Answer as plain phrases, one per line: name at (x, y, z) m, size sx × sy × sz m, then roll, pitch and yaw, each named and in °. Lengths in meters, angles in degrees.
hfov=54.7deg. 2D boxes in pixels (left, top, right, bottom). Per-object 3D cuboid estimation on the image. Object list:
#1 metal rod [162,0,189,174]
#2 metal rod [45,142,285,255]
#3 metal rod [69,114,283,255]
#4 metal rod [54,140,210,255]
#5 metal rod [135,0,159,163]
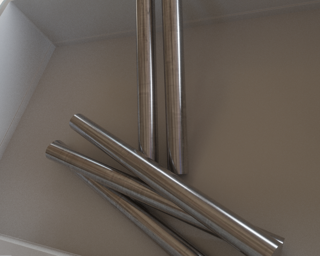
metal rod at (0.016, -0.096, 0.373) m, size 0.025 × 0.025 × 0.298 m, roll -4°, pitch 86°, yaw 26°
metal rod at (-0.018, 0.071, 0.350) m, size 0.300 × 0.025 × 0.025 m, roll 18°, pitch 71°, yaw 28°
metal rod at (-0.012, 0.047, 0.339) m, size 0.300 × 0.025 × 0.025 m, roll 28°, pitch 77°, yaw 39°
metal rod at (-0.050, 0.086, 0.377) m, size 0.300 × 0.025 × 0.025 m, roll 28°, pitch 77°, yaw 37°
metal rod at (-0.017, -0.084, 0.387) m, size 0.025 × 0.025 × 0.298 m, roll -4°, pitch 85°, yaw 26°
